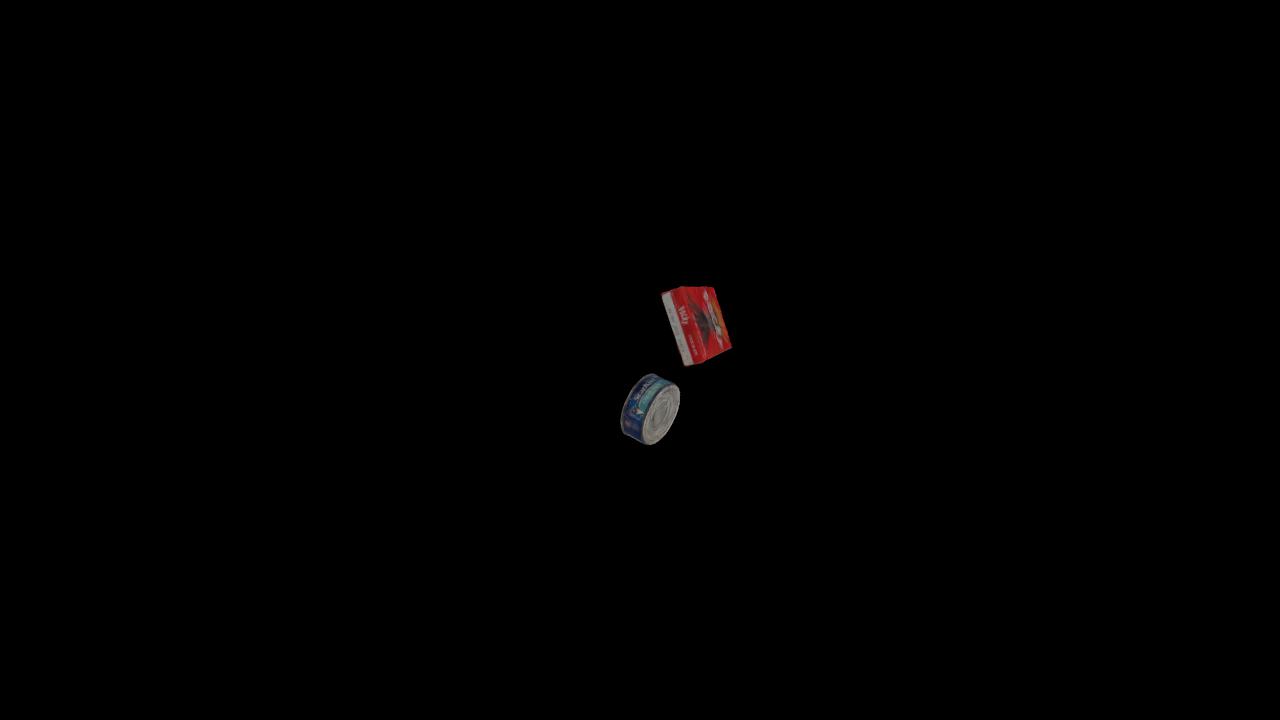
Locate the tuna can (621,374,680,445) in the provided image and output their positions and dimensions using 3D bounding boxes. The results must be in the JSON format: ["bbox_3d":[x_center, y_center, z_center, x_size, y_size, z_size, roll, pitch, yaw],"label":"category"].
[{"bbox_3d":[0.014,0.061,0.754,0.034,0.084,0.084,24,12,29],"label":"tuna can"}]

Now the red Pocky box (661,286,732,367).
[{"bbox_3d":[0.069,-0.042,0.702,0.028,0.083,0.155,-19,0,20],"label":"red Pocky box"}]
